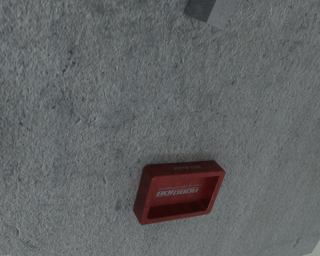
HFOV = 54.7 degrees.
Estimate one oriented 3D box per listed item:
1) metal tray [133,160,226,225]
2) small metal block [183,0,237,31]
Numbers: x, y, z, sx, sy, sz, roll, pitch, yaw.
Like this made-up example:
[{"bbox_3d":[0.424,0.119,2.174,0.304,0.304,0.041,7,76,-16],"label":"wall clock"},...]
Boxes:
[{"bbox_3d":[0.031,0.098,0.481,0.131,0.030,0.089,0,119,-29],"label":"metal tray"},{"bbox_3d":[0.057,-0.139,0.336,0.025,0.050,0.050,11,113,-33],"label":"small metal block"}]
